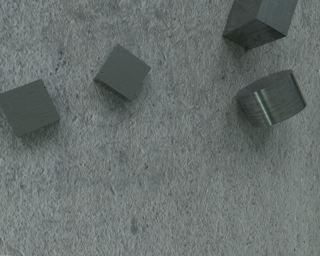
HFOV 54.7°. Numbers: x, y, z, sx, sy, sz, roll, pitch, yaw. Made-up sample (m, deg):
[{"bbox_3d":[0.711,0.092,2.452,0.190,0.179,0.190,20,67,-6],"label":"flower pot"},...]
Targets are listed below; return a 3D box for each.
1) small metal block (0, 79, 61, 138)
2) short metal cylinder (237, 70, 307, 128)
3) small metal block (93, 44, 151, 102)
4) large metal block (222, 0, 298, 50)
[{"bbox_3d":[-0.149,-0.023,0.354,0.050,0.025,0.050,-26,99,-18],"label":"small metal block"},{"bbox_3d":[0.157,-0.042,0.438,0.080,0.080,0.050,-31,100,-17],"label":"short metal cylinder"},{"bbox_3d":[-0.048,-0.069,0.391,0.050,0.025,0.050,34,79,-17],"label":"small metal block"},{"bbox_3d":[0.140,-0.164,0.432,0.050,0.080,0.080,22,83,-19],"label":"large metal block"}]
